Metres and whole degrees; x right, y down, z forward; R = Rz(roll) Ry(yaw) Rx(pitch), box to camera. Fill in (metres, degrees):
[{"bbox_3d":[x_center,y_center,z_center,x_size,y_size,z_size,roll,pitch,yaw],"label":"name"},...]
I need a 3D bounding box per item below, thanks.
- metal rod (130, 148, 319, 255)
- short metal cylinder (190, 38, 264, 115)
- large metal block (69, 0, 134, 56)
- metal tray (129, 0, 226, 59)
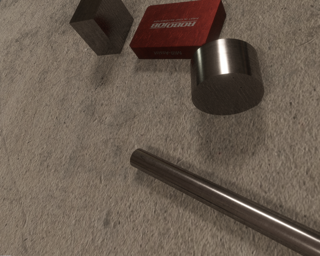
[{"bbox_3d":[0.085,0.083,0.308,0.300,0.025,0.025,22,73,35],"label":"metal rod"},{"bbox_3d":[0.077,-0.057,0.363,0.080,0.080,0.050,-12,57,21],"label":"short metal cylinder"},{"bbox_3d":[-0.096,-0.183,0.529,0.050,0.080,0.080,2,63,29],"label":"large metal block"},{"bbox_3d":[0.026,-0.151,0.478,0.130,0.030,0.090,8,65,31],"label":"metal tray"}]
